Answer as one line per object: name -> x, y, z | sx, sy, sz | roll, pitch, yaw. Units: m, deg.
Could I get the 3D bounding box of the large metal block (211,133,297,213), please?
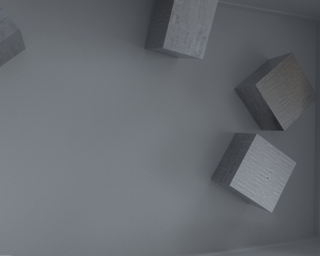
large metal block -> 0.134, 0.062, 0.447 | 0.080, 0.050, 0.080 | 34, 79, -17

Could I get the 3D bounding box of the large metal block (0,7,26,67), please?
large metal block -> -0.188, -0.107, 0.312 | 0.050, 0.080, 0.080 | -43, 104, -15

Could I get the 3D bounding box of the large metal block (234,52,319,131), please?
large metal block -> 0.173, -0.052, 0.461 | 0.080, 0.050, 0.080 | -40, 103, -16

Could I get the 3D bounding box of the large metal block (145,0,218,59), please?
large metal block -> 0.024, -0.131, 0.381 | 0.050, 0.080, 0.079 | 11, 99, -20
